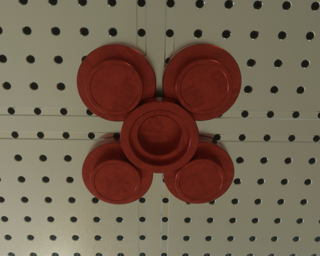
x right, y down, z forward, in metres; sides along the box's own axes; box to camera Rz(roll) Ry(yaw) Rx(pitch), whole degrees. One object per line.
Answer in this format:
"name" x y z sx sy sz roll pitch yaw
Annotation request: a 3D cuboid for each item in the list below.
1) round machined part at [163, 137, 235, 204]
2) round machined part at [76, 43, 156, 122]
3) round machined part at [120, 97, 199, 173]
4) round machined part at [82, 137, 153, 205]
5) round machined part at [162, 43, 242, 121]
"round machined part" 0.054 0.064 0.428 0.099 0.042 0.097 0 110 -1
"round machined part" -0.054 -0.053 0.383 0.099 0.042 0.097 0 110 -1
"round machined part" 0.000 0.006 0.405 0.099 0.042 0.097 0 110 -1
"round machined part" -0.059 0.065 0.428 0.099 0.042 0.097 0 110 -1
"round machined part" 0.052 -0.054 0.384 0.099 0.042 0.097 0 110 -1
